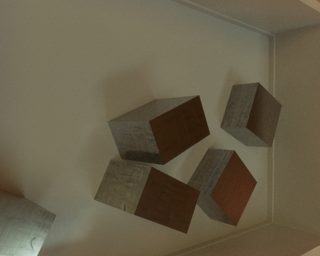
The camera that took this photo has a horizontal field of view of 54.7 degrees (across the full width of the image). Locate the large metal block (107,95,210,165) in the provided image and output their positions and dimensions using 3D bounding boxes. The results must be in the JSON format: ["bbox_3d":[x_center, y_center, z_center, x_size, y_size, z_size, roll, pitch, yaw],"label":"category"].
[{"bbox_3d":[-0.001,0.000,0.372,0.081,0.080,0.050,-29,109,-37],"label":"large metal block"}]

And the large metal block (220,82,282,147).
[{"bbox_3d":[0.156,-0.020,0.524,0.080,0.050,0.080,31,71,-36],"label":"large metal block"}]

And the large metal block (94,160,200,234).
[{"bbox_3d":[-0.015,0.079,0.360,0.080,0.080,0.050,32,70,-36],"label":"large metal block"}]

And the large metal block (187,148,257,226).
[{"bbox_3d":[0.094,0.088,0.472,0.080,0.050,0.080,50,60,-29],"label":"large metal block"}]

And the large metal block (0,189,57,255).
[{"bbox_3d":[-0.146,0.074,0.250,0.080,0.080,0.050,34,69,-35],"label":"large metal block"}]
